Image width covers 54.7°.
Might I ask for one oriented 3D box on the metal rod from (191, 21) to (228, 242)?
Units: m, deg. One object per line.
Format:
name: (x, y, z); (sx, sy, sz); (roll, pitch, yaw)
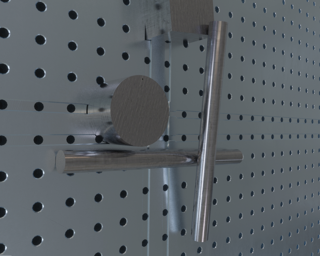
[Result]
metal rod: (0.067, 0.010, 0.424); (0.025, 0.025, 0.298); (-2, 100, -40)

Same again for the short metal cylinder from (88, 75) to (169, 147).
short metal cylinder: (-0.036, -0.019, 0.363); (0.081, 0.050, 0.079); (0, 90, -40)

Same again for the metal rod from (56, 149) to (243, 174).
metal rod: (0.012, 0.041, 0.419); (0.302, 0.025, 0.025); (3, 88, -40)

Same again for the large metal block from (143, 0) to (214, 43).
large metal block: (0.026, -0.161, 0.414); (0.081, 0.050, 0.079); (-9, 96, -40)
